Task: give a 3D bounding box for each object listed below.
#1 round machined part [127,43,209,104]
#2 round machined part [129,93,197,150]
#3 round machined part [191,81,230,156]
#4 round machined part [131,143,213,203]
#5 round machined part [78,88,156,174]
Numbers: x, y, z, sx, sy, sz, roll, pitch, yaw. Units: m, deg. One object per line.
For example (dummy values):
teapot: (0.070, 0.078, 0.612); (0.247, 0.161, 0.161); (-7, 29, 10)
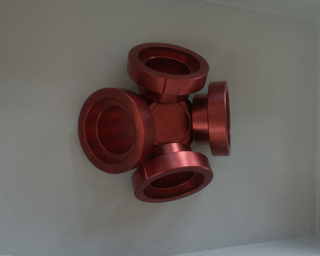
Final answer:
round machined part: (0.008, -0.066, 0.384); (0.099, 0.098, 0.042); (-4, 129, -20)
round machined part: (0.005, -0.006, 0.402); (0.099, 0.042, 0.097); (0, 90, -21)
round machined part: (0.068, -0.012, 0.407); (0.042, 0.098, 0.097); (-2, 91, 16)
round machined part: (0.013, 0.054, 0.385); (0.099, 0.097, 0.042); (-1, 55, -20)
round machined part: (-0.046, 0.002, 0.364); (0.042, 0.098, 0.097); (-10, 95, -58)
